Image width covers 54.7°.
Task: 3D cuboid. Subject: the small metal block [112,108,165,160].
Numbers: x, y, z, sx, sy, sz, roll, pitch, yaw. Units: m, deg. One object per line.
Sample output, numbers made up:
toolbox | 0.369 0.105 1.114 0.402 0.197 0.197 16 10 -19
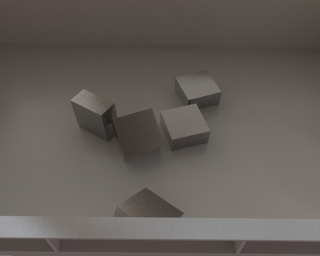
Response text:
small metal block | -0.028 0.008 0.383 0.050 0.025 0.050 -17 84 -15

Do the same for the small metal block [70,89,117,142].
small metal block | -0.083 -0.016 0.400 0.050 0.050 0.025 25 55 22

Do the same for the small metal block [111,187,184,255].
small metal block | -0.012 0.092 0.313 0.050 0.025 0.050 30 25 22

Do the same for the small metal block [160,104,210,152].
small metal block | 0.032 -0.001 0.407 0.050 0.025 0.050 -12 51 -11

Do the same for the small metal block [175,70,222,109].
small metal block | 0.054 -0.054 0.451 0.050 0.025 0.050 -15 52 -13
